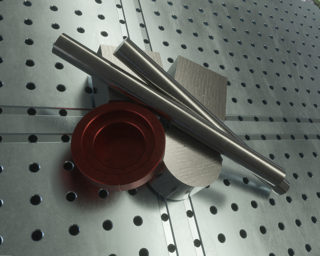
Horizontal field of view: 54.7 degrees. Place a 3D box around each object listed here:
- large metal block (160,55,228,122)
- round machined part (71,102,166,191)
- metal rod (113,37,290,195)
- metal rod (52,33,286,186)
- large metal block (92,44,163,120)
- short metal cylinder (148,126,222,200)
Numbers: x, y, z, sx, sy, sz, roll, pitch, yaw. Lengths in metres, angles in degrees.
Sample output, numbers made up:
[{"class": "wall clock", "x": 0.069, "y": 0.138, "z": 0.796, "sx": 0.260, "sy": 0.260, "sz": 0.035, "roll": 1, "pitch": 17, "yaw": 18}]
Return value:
[{"class": "large metal block", "x": 0.046, "y": -0.044, "z": 0.437, "sx": 0.080, "sy": 0.050, "sz": 0.080, "roll": 22, "pitch": 54, "yaw": -15}, {"class": "round machined part", "x": -0.044, "y": 0.023, "z": 0.341, "sx": 0.099, "sy": 0.042, "sz": 0.098, "roll": 1, "pitch": 61, "yaw": -1}, {"class": "metal rod", "x": 0.066, "y": -0.002, "z": 0.392, "sx": 0.301, "sy": 0.025, "sz": 0.025, "roll": 39, "pitch": 50, "yaw": -21}, {"class": "metal rod", "x": 0.019, "y": -0.015, "z": 0.357, "sx": 0.301, "sy": 0.025, "sz": 0.025, "roll": 31, "pitch": 52, "yaw": -10}, {"class": "large metal block", "x": -0.039, "y": -0.054, "z": 0.396, "sx": 0.081, "sy": 0.050, "sz": 0.080, "roll": 1, "pitch": 61, "yaw": -28}, {"class": "short metal cylinder", "x": 0.027, "y": 0.041, "z": 0.376, "sx": 0.081, "sy": 0.050, "sz": 0.080, "roll": 14, "pitch": 56, "yaw": -21}]
